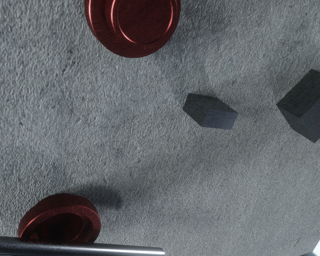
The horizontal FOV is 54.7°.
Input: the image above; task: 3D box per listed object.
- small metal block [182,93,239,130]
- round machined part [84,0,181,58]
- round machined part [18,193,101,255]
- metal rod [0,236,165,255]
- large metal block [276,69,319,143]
[{"bbox_3d":[0.067,-0.022,0.413,0.050,0.050,0.025,5,116,-31],"label":"small metal block"},{"bbox_3d":[-0.022,-0.118,0.311,0.099,0.042,0.097,-14,124,-21],"label":"round machined part"},{"bbox_3d":[-0.130,0.124,0.402,0.099,0.042,0.097,-14,124,-21],"label":"round machined part"},{"bbox_3d":[-0.115,0.153,0.384,0.302,0.025,0.025,20,107,-36],"label":"metal rod"},{"bbox_3d":[0.250,-0.035,0.506,0.080,0.050,0.080,-46,129,4],"label":"large metal block"}]
